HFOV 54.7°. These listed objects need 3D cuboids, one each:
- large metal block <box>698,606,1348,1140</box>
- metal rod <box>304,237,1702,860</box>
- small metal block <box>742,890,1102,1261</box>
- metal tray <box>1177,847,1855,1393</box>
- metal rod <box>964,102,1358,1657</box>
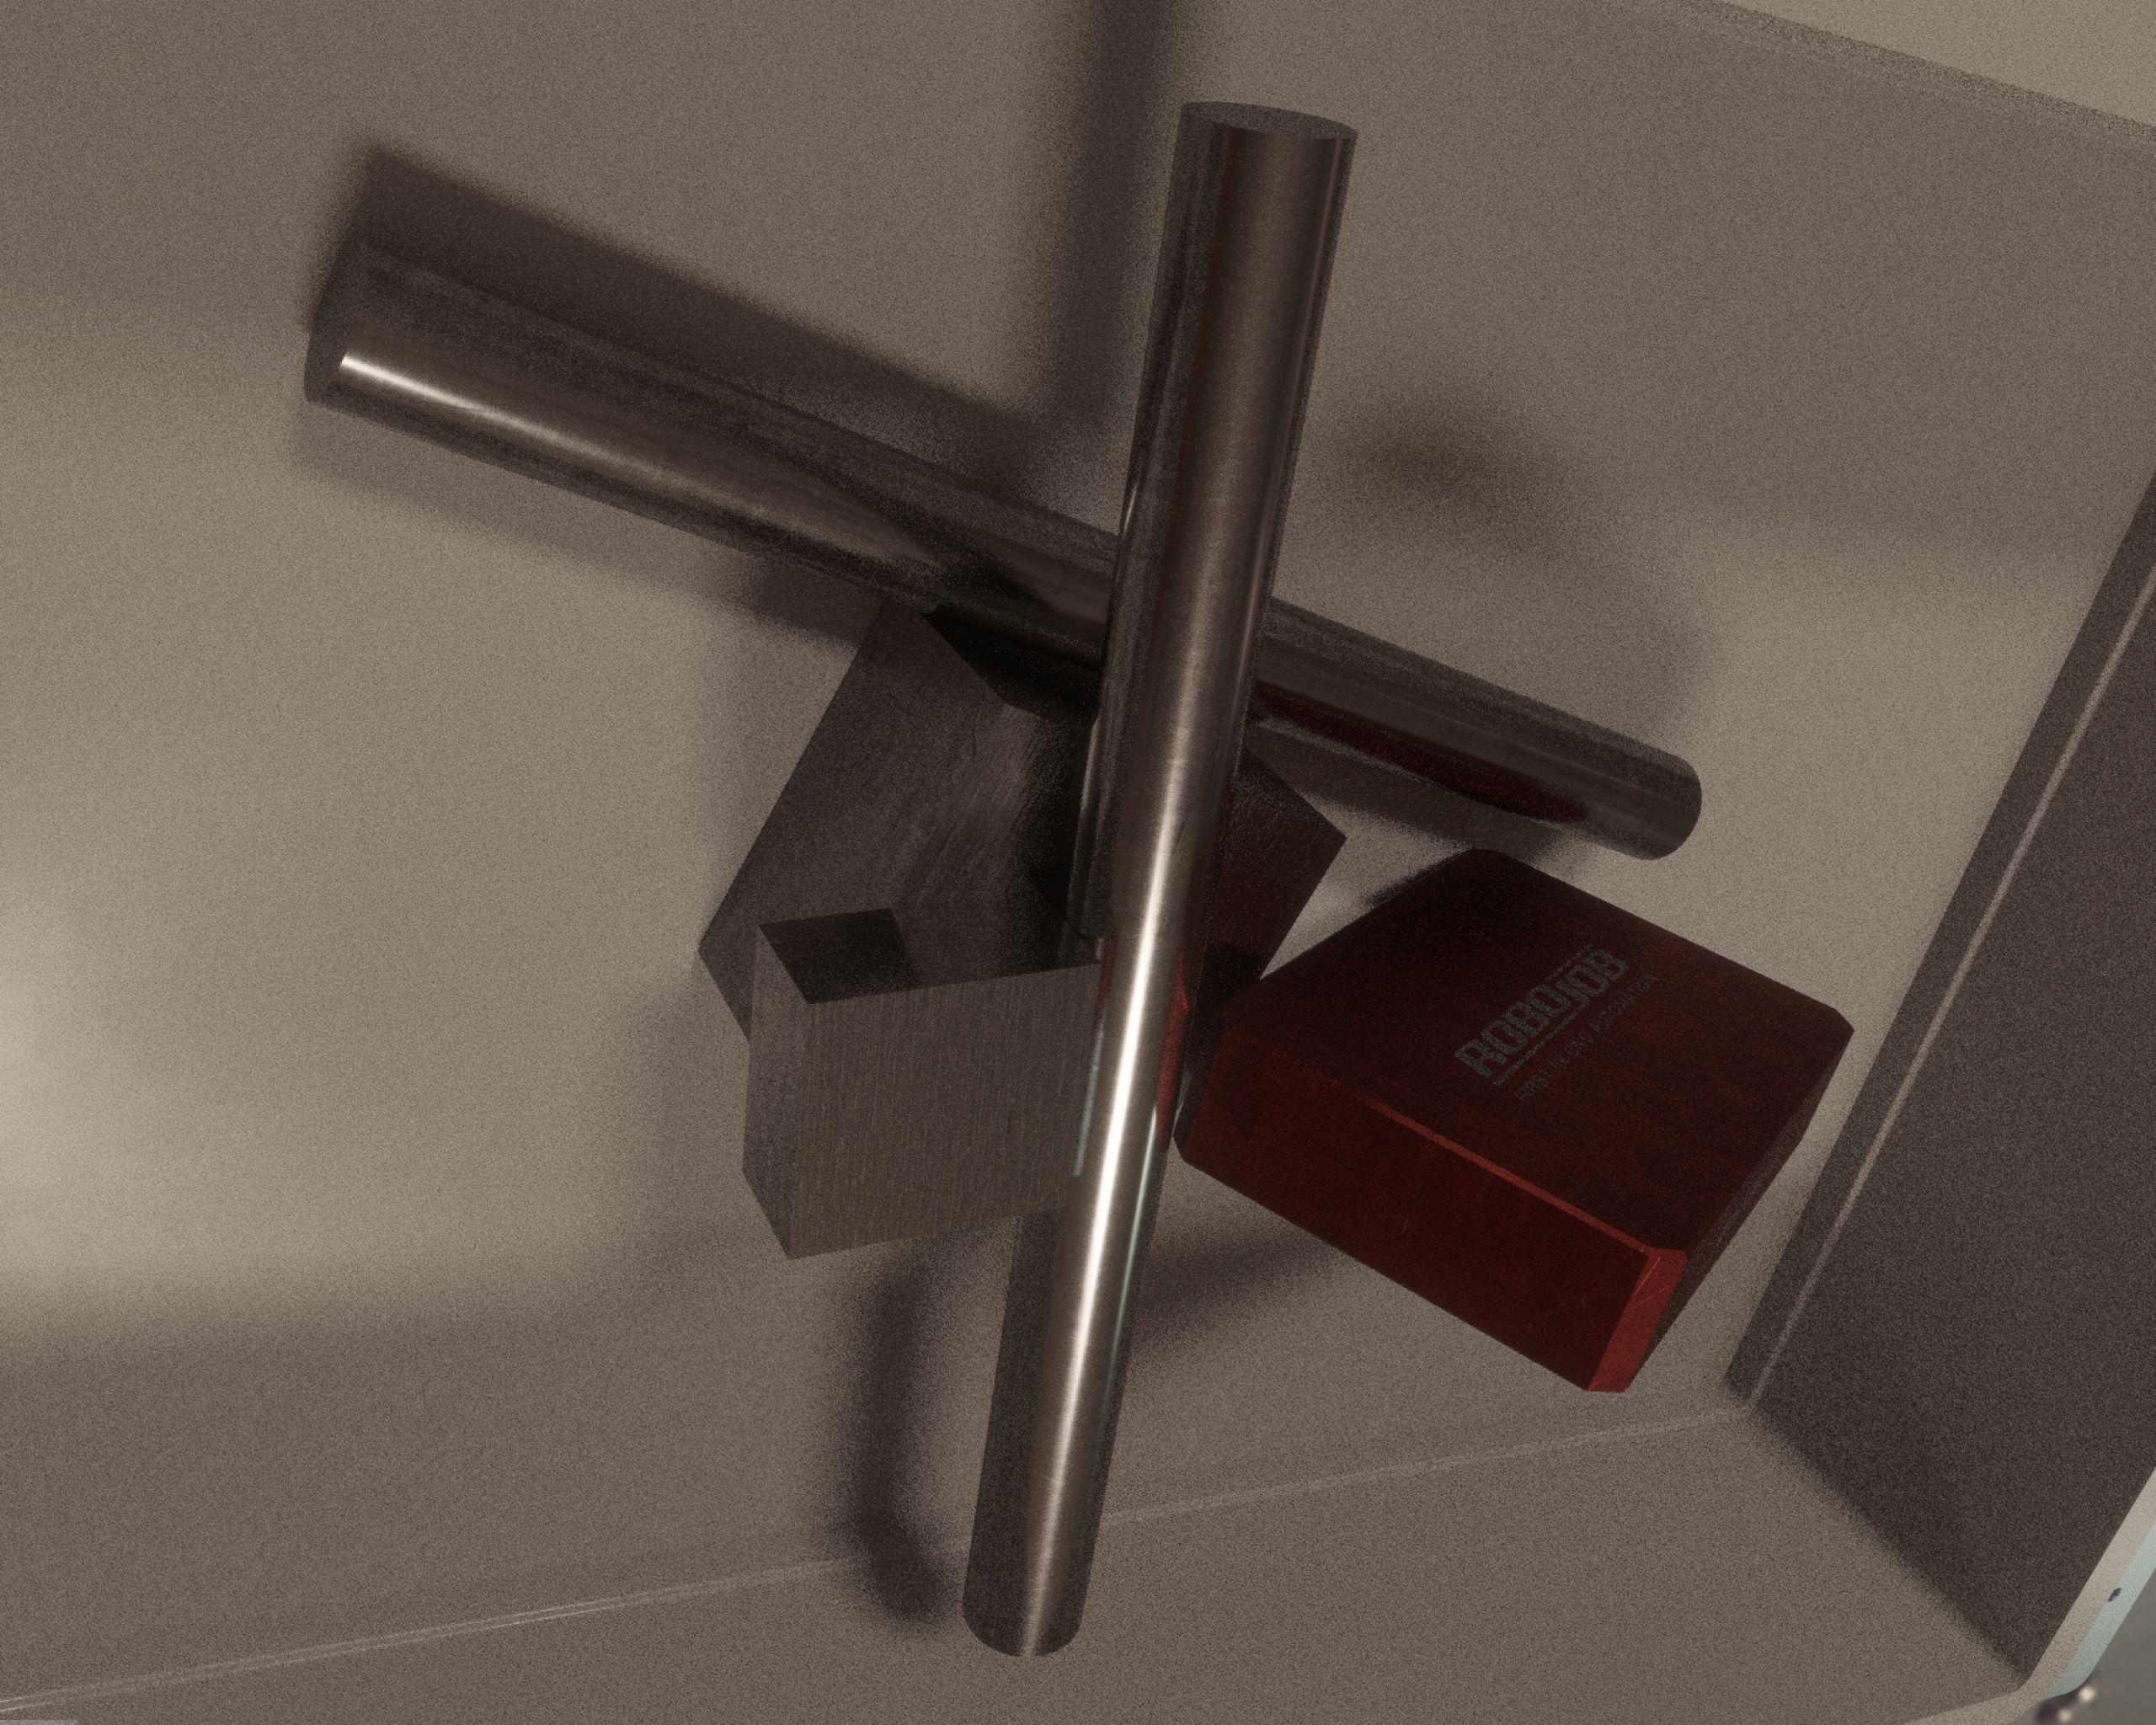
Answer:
[{"bbox_3d":[-0.011,0.006,0.390,0.080,0.050,0.080,19,108,-36],"label":"large metal block"},{"bbox_3d":[0.012,-0.045,0.388,0.302,0.025,0.025,15,110,-35],"label":"metal rod"},{"bbox_3d":[-0.027,0.035,0.350,0.050,0.025,0.050,-7,121,-26],"label":"small metal block"},{"bbox_3d":[0.089,0.043,0.408,0.131,0.090,0.030,-25,136,-55],"label":"metal tray"},{"bbox_3d":[0.008,0.025,0.364,0.025,0.025,0.298,-6,121,-26],"label":"metal rod"}]
